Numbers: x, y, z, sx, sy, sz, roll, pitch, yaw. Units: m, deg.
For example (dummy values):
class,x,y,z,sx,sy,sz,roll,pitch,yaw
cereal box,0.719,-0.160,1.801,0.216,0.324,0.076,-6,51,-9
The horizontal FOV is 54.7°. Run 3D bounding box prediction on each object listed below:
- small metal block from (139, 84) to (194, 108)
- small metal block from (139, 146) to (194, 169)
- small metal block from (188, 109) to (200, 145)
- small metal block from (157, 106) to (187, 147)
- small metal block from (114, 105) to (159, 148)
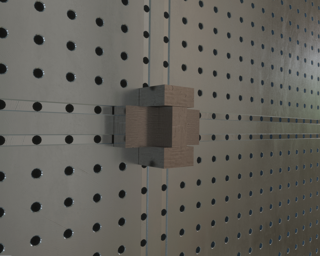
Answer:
class,x,y,z,sx,sy,sz,roll,pitch,yaw
small metal block,0.008,-0.039,0.401,0.050,0.050,0.025,1,90,-40
small metal block,0.008,0.036,0.401,0.050,0.050,0.025,1,90,-40
small metal block,0.029,-0.001,0.435,0.050,0.025,0.050,1,89,-40
small metal block,0.008,-0.002,0.401,0.025,0.050,0.050,1,90,-40
small metal block,-0.029,-0.002,0.386,0.050,0.025,0.050,1,90,-40
